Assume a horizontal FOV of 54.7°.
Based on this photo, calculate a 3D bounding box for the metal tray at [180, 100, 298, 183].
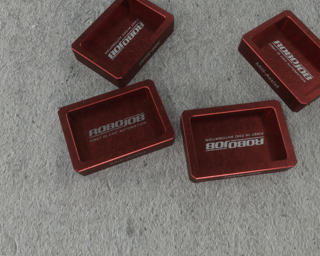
[{"bbox_3d":[0.097,0.017,0.399,0.131,0.030,0.090,-7,70,-3],"label":"metal tray"}]

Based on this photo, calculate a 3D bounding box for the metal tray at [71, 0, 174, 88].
[{"bbox_3d":[-0.051,-0.132,0.453,0.090,0.030,0.130,35,73,11],"label":"metal tray"}]

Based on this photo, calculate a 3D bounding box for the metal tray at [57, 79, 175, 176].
[{"bbox_3d":[-0.056,-0.002,0.405,0.131,0.030,0.090,-19,71,-7],"label":"metal tray"}]

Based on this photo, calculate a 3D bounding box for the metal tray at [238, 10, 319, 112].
[{"bbox_3d":[0.188,-0.098,0.442,0.090,0.030,0.130,-32,73,-11],"label":"metal tray"}]
